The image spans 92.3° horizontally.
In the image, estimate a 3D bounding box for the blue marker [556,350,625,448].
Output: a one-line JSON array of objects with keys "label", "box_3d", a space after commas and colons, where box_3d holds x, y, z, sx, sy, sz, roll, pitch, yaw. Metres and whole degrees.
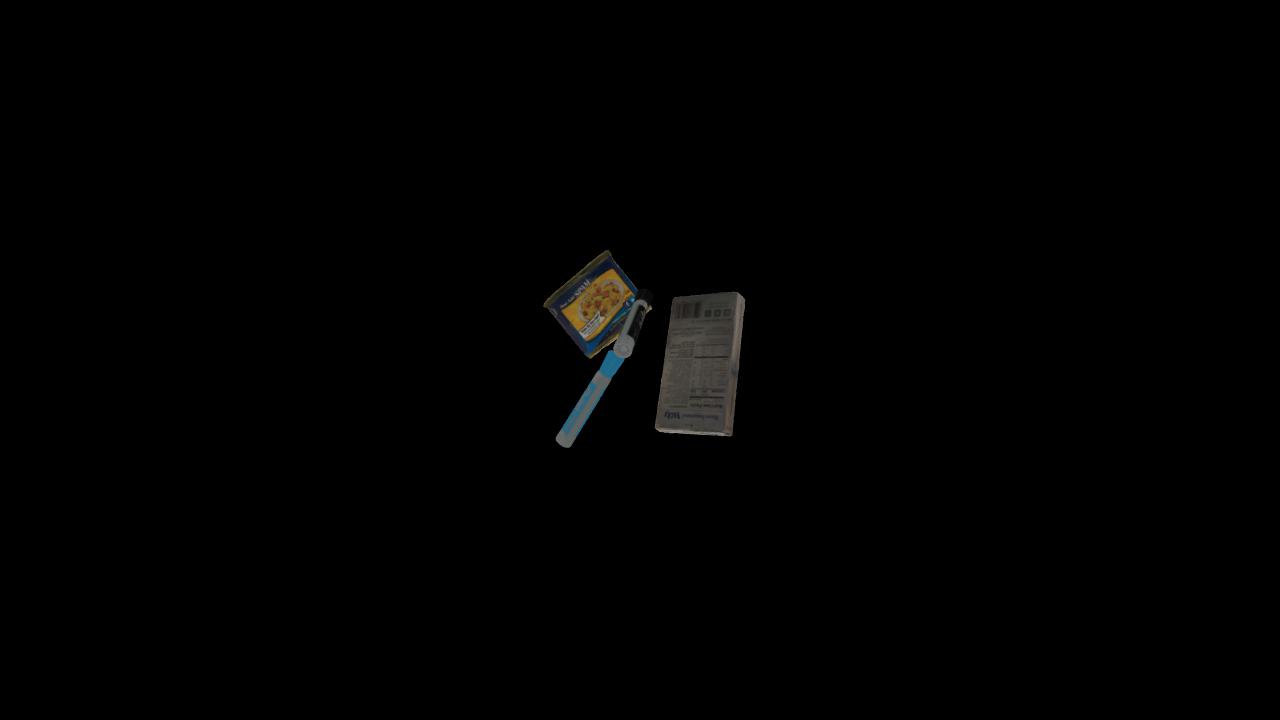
[{"label": "blue marker", "box_3d": [-0.051, 0.039, 0.634, 0.020, 0.121, 0.020, 29, 19, -11]}]

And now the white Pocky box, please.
[{"label": "white Pocky box", "box_3d": [0.066, 0.004, 0.666, 0.084, 0.154, 0.028, -1, -17, 32]}]

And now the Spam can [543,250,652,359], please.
[{"label": "Spam can", "box_3d": [-0.048, -0.064, 0.730, 0.101, 0.085, 0.058, -40, 0, 4]}]

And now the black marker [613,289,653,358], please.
[{"label": "black marker", "box_3d": [-0.005, -0.042, 0.640, 0.020, 0.020, 0.121, 0, 33, 14]}]
